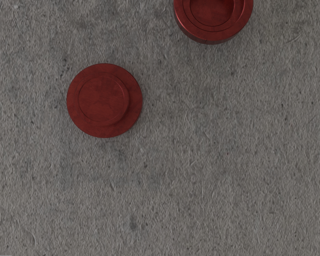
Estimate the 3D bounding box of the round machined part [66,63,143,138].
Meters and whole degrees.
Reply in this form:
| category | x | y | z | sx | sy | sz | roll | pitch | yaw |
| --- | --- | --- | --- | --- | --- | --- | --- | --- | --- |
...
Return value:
| category | x | y | z | sx | sy | sz | roll | pitch | yaw |
| --- | --- | --- | --- | --- | --- | --- | --- | --- | --- |
| round machined part | -0.072 | -0.035 | 0.401 | 0.099 | 0.042 | 0.097 | 0 | 90 | 0 |

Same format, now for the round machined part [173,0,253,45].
| category | x | y | z | sx | sy | sz | roll | pitch | yaw |
| --- | --- | --- | --- | --- | --- | --- | --- | --- | --- |
| round machined part | 0.066 | -0.156 | 0.402 | 0.099 | 0.042 | 0.097 | 0 | 90 | 0 |
